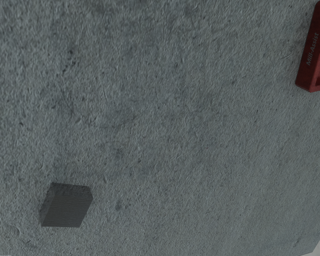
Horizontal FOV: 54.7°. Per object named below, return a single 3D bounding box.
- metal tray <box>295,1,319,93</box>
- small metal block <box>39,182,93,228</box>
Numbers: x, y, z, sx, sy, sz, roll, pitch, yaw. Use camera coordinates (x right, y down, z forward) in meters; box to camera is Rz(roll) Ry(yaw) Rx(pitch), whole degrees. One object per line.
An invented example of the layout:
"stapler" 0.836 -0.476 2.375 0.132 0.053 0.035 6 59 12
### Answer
"metal tray" 0.264 -0.124 0.470 0.091 0.030 0.129 -13 124 -22
"small metal block" -0.122 0.101 0.403 0.050 0.025 0.050 15 111 -34
